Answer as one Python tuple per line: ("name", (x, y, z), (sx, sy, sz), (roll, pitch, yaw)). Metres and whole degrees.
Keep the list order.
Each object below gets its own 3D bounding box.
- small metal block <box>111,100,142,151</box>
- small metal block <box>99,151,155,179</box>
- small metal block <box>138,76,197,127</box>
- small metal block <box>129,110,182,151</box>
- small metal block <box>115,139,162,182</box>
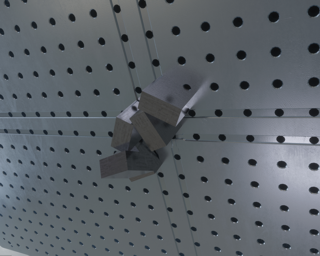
("small metal block", (-0.038, -0.001, 0.415), (0.025, 0.050, 0.050), (26, 128, 12))
("small metal block", (-0.044, 0.050, 0.414), (0.050, 0.050, 0.025), (-21, 70, 36))
("small metal block", (0.009, -0.033, 0.370), (0.050, 0.050, 0.025), (26, 127, 12))
("small metal block", (-0.004, -0.007, 0.394), (0.025, 0.050, 0.050), (-24, 106, 37))
("small metal block", (-0.034, 0.047, 0.459), (0.050, 0.025, 0.050), (-25, 105, 37))
